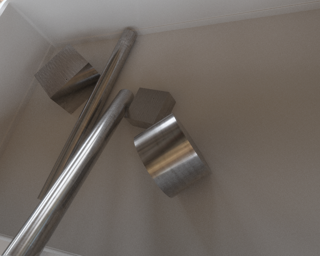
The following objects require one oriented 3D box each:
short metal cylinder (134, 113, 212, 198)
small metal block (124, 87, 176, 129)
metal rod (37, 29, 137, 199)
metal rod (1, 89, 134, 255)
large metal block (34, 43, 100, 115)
[{"bbox_3d":[0.015,0.030,0.344,0.050,0.080,0.080,-33,52,7],"label":"short metal cylinder"},{"bbox_3d":[-0.013,-0.025,0.427,0.050,0.025,0.050,13,68,33],"label":"small metal block"},{"bbox_3d":[-0.104,-0.029,0.475,0.025,0.025,0.300,9,66,31],"label":"metal rod"},{"bbox_3d":[-0.082,0.034,0.340,0.025,0.025,0.301,-12,29,21],"label":"metal rod"},{"bbox_3d":[-0.150,-0.083,0.517,0.080,0.050,0.080,-44,51,-3],"label":"large metal block"}]
